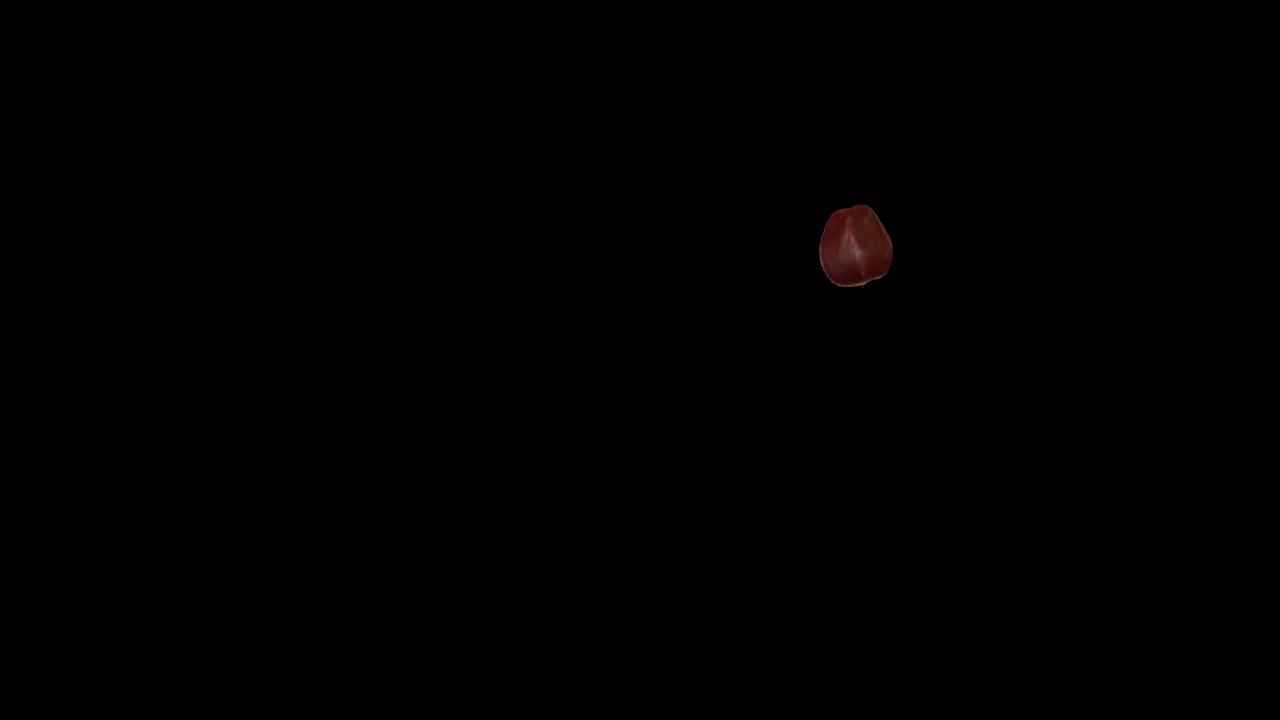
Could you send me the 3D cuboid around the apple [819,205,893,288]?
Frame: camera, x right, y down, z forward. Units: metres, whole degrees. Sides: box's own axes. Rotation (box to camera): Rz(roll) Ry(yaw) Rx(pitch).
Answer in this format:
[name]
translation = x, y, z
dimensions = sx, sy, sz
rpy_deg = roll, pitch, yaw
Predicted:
[apple]
translation = 0.243, -0.126, 0.696
dimensions = 0.079, 0.093, 0.079
rpy_deg = -14, 13, 3
